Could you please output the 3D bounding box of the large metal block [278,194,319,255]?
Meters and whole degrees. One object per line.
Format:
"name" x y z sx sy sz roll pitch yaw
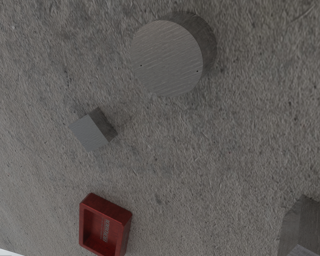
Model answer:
"large metal block" 0.188 0.137 0.357 0.080 0.080 0.050 26 128 12

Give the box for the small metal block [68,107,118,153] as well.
"small metal block" -0.100 0.003 0.461 0.050 0.025 0.050 -24 105 36

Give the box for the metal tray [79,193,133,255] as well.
"metal tray" -0.104 0.189 0.575 0.090 0.030 0.129 22 127 14

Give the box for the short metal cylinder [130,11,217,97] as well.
"short metal cylinder" 0.015 -0.080 0.333 0.080 0.050 0.079 13 124 21
